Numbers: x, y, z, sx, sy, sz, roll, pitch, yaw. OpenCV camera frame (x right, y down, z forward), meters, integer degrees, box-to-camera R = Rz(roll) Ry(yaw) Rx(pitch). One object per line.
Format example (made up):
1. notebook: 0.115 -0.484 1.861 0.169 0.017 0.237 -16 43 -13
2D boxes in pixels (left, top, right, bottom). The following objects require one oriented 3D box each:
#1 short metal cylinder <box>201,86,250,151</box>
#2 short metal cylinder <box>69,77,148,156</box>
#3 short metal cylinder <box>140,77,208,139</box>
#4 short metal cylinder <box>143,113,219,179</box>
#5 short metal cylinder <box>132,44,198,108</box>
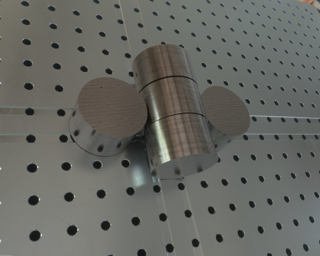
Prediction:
1. short metal cylinder: 0.081 -0.013 0.445 0.081 0.050 0.080 14 56 -21
2. short metal cylinder: -0.062 -0.013 0.367 0.081 0.050 0.080 14 56 -21
3. short metal cylinder: 0.015 -0.021 0.395 0.081 0.080 0.050 2 61 -28
4. short metal cylinder: 0.024 0.024 0.372 0.081 0.080 0.050 1 61 -28
5. short metal cylinder: 0.006 -0.066 0.417 0.081 0.080 0.050 3 61 -27
